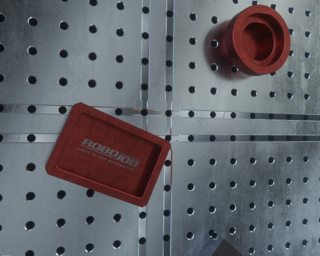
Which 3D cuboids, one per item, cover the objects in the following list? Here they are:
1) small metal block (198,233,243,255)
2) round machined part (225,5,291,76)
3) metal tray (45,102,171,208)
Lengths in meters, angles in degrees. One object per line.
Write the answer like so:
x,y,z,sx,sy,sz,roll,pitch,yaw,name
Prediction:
0.086,0.189,0.445,0.050,0.025,0.050,44,76,-15,small metal block
0.137,-0.125,0.454,0.099,0.042,0.097,0,90,-20,round machined part
-0.062,0.034,0.386,0.131,0.030,0.090,25,82,-19,metal tray
